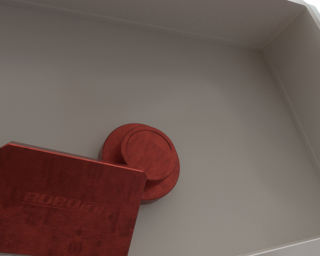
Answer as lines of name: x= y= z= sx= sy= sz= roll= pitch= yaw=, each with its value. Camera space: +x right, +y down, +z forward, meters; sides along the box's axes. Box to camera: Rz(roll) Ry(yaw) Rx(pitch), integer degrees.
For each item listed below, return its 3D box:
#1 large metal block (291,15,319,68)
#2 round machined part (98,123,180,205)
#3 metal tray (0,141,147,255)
large metal block: x=0.350 y=-0.197 z=0.705 sx=0.080 sy=0.050 sz=0.080 roll=24 pitch=53 yaw=-14
round machined part: x=-0.019 y=0.037 z=0.363 sx=0.099 sy=0.042 sz=0.098 roll=14 pitch=56 yaw=-21
metal tray: x=-0.086 y=0.070 z=0.287 sx=0.131 sy=0.030 sz=0.090 roll=15 pitch=86 yaw=-20
